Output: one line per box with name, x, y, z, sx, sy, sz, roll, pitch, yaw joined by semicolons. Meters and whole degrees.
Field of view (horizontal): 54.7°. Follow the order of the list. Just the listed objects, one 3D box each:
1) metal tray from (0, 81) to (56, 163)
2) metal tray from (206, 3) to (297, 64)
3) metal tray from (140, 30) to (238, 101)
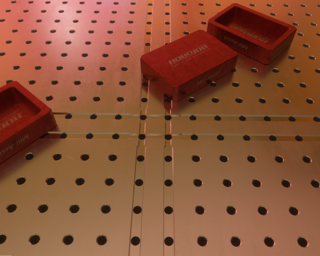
metal tray;-0.216;0.000;0.401;0.090;0.030;0.131;35;58;25
metal tray;0.159;-0.171;0.549;0.130;0.030;0.090;35;58;25
metal tray;0.046;-0.103;0.492;0.131;0.030;0.090;-30;57;-23
